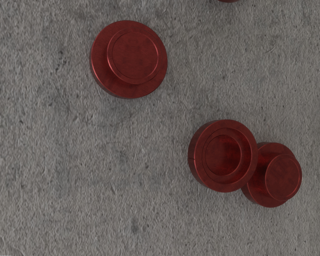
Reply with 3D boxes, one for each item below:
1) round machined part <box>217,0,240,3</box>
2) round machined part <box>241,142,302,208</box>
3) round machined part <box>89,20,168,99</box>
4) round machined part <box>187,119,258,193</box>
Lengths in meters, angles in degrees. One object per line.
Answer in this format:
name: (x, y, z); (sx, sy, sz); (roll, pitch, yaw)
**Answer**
round machined part: (0.090, -0.224, 0.433); (0.099, 0.042, 0.097); (0, 90, -20)
round machined part: (0.170, 0.070, 0.461); (0.099, 0.042, 0.097); (0, 91, -22)
round machined part: (-0.036, -0.086, 0.386); (0.099, 0.042, 0.097); (0, 90, -20)
round machined part: (0.083, 0.037, 0.430); (0.099, 0.042, 0.097); (0, 90, -20)
